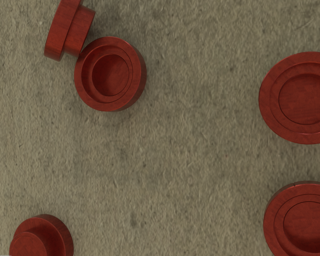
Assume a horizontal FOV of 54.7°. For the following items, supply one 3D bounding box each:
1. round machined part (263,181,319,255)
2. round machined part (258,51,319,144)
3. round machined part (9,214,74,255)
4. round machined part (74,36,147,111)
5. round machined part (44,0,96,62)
[{"bbox_3d":[0.166,0.106,0.342,0.098,0.042,0.097,0,90,19],"label":"round machined part"},{"bbox_3d":[0.161,-0.032,0.343,0.098,0.042,0.097,0,90,19],"label":"round machined part"},{"bbox_3d":[-0.183,0.183,0.463,0.098,0.042,0.097,0,90,19],"label":"round machined part"},{"bbox_3d":[-0.063,-0.070,0.421,0.098,0.042,0.097,0,90,19],"label":"round machined part"},{"bbox_3d":[-0.119,-0.135,0.421,0.042,0.098,0.097,21,98,-18],"label":"round machined part"}]
